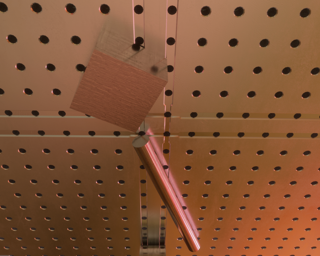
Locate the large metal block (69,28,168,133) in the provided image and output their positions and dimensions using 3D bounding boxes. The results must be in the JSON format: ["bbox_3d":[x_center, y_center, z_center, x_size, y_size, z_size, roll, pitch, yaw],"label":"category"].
[{"bbox_3d":[-0.046,-0.051,0.351,0.080,0.050,0.080,21,127,-18],"label":"large metal block"}]

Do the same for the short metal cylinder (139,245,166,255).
[{"bbox_3d":[-0.014,0.273,0.608,0.050,0.080,0.079,0,130,0],"label":"short metal cylinder"}]

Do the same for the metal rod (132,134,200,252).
[{"bbox_3d":[0.020,0.125,0.518,0.025,0.025,0.299,-14,129,11],"label":"metal rod"}]
